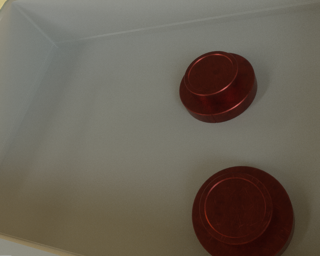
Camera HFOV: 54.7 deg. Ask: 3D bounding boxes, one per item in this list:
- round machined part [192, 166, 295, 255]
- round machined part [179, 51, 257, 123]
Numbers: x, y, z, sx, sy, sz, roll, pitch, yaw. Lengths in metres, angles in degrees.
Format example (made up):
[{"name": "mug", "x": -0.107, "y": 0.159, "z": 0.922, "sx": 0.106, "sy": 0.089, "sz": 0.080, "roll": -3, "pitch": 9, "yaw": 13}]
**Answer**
[{"name": "round machined part", "x": 0.077, "y": 0.082, "z": 0.304, "sx": 0.098, "sy": 0.042, "sz": 0.098, "roll": -13, "pitch": 56, "yaw": 21}, {"name": "round machined part", "x": 0.070, "y": -0.058, "z": 0.394, "sx": 0.098, "sy": 0.042, "sz": 0.098, "roll": -13, "pitch": 56, "yaw": 21}]
